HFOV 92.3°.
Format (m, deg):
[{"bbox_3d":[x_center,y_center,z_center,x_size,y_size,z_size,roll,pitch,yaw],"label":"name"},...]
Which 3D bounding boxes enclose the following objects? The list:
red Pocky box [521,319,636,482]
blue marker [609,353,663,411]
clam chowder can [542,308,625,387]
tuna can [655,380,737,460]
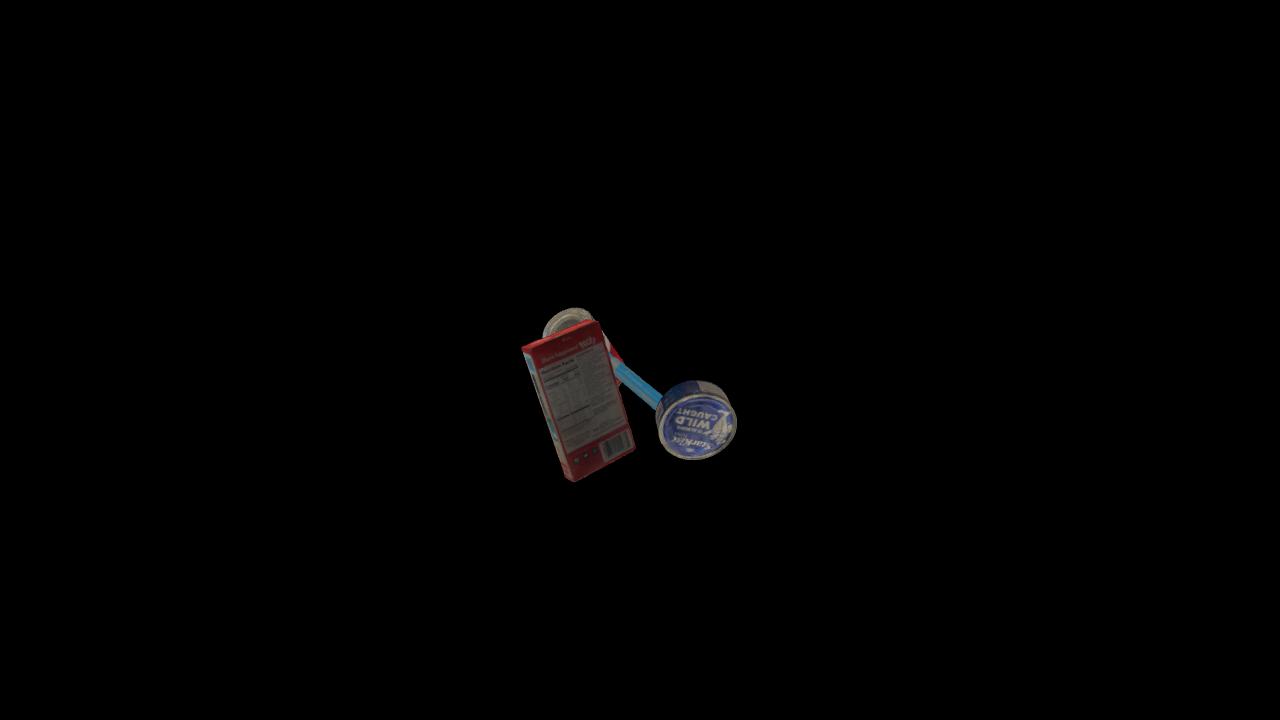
[{"bbox_3d":[-0.062,0.042,0.646,0.083,0.155,0.028,-24,20,-26],"label":"red Pocky box"},{"bbox_3d":[-0.011,0.022,0.704,0.121,0.020,0.020,39,9,11],"label":"blue marker"},{"bbox_3d":[-0.067,-0.008,0.747,0.068,0.068,0.102,0,-34,25],"label":"clam chowder can"},{"bbox_3d":[0.059,0.064,0.656,0.084,0.084,0.034,0,28,-8],"label":"tuna can"}]
